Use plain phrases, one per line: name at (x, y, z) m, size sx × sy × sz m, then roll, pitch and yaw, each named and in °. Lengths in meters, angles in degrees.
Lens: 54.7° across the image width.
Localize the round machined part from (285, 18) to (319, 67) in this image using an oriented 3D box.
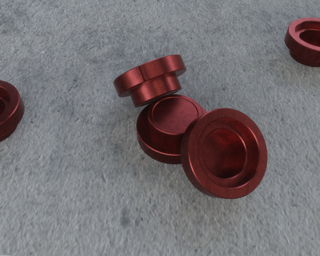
round machined part at (0.256, -0.138, 0.511) m, size 0.099 × 0.042 × 0.098 m, roll 0°, pitch 50°, yaw 0°

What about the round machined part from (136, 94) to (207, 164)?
round machined part at (0.019, -0.005, 0.397) m, size 0.099 × 0.042 × 0.098 m, roll 0°, pitch 50°, yaw 0°

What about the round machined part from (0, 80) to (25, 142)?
round machined part at (-0.227, -0.015, 0.402) m, size 0.099 × 0.042 × 0.098 m, roll 0°, pitch 50°, yaw 0°

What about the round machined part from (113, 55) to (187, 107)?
round machined part at (-0.009, -0.059, 0.418) m, size 0.099 × 0.098 × 0.042 m, roll -22°, pitch 91°, yaw -18°

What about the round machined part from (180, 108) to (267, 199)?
round machined part at (0.067, 0.029, 0.349) m, size 0.099 × 0.042 × 0.098 m, roll 4°, pitch 78°, yaw -20°
